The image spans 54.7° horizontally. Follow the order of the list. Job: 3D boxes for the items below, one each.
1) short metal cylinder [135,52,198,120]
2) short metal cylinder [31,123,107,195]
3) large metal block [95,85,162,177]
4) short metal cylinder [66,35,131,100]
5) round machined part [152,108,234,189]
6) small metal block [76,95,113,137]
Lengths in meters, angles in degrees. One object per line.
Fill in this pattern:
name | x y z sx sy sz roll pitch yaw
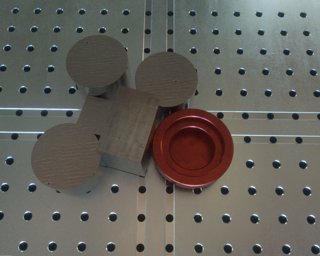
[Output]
short metal cylinder | 0.008 -0.055 0.418 0.081 0.050 0.080 0 70 0
short metal cylinder | -0.109 0.040 0.383 0.081 0.050 0.080 0 70 0
large metal block | -0.033 0.007 0.376 0.050 0.080 0.080 15 71 5
short metal cylinder | -0.082 -0.080 0.426 0.081 0.050 0.080 0 70 0
round machined part | 0.040 0.028 0.392 0.099 0.042 0.098 0 70 0
small metal block | -0.079 -0.011 0.415 0.050 0.025 0.050 14 71 5
